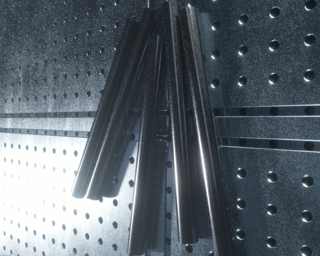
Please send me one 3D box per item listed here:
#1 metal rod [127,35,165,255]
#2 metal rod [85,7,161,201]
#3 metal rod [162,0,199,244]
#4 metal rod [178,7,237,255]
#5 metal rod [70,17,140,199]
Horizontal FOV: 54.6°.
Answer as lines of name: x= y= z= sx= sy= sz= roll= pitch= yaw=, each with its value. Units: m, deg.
metal rod: x=-0.018 y=0.027 z=0.425 sx=0.025 sy=0.025 sz=0.298 roll=10 pitch=97 yaw=39
metal rod: x=-0.058 y=-0.024 z=0.459 sx=0.025 sy=0.025 sz=0.298 roll=32 pitch=110 yaw=35
metal rod: x=0.025 y=-0.010 z=0.390 sx=0.025 sy=0.025 sz=0.299 roll=-7 pitch=86 yaw=40
metal rod: x=0.055 y=0.004 z=0.365 sx=0.025 sy=0.025 sz=0.299 roll=-13 pitch=82 yaw=39
metal rod: x=-0.087 y=-0.020 z=0.482 sx=0.025 sy=0.025 sz=0.298 roll=34 pitch=111 yaw=35
